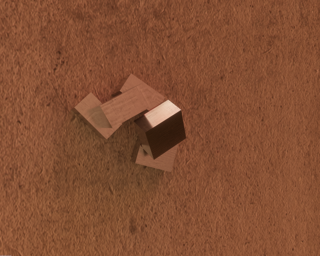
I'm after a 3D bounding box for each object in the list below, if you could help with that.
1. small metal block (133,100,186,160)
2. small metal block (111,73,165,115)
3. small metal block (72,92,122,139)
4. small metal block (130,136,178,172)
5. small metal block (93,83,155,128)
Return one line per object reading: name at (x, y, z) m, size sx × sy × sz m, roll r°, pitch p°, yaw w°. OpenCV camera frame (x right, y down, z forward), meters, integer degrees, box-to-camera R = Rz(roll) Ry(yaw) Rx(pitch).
small metal block at (0.001, 0.002, 0.372) m, size 0.050 × 0.025 × 0.050 m, roll -33°, pitch 138°, yaw -17°
small metal block at (-0.029, -0.040, 0.387) m, size 0.050 × 0.050 × 0.025 m, roll 34°, pitch 79°, yaw -17°
small metal block at (-0.077, -0.014, 0.369) m, size 0.025 × 0.050 × 0.050 m, roll -47°, pitch 105°, yaw -14°
small metal block at (-0.006, 0.027, 0.409) m, size 0.050 × 0.025 × 0.050 m, roll 17°, pitch 84°, yaw -20°
small metal block at (-0.040, -0.023, 0.330) m, size 0.050 × 0.050 × 0.025 m, roll -31°, pitch 101°, yaw -18°
